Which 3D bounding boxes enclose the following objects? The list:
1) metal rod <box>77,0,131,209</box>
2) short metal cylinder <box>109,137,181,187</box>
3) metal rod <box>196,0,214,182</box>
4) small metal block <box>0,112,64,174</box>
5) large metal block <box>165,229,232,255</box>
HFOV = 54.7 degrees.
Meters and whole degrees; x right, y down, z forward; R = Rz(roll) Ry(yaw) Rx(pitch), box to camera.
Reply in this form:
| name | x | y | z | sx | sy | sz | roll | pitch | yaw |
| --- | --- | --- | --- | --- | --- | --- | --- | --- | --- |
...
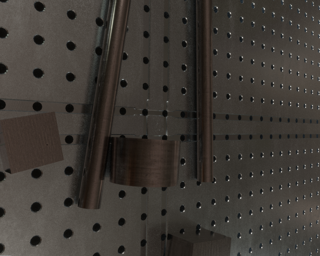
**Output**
| name | x | y | z | sx | sy | sz | roll | pitch | yaw |
| --- | --- | --- | --- | --- | --- | --- | --- | --- | --- |
| metal rod | -0.060 | -0.059 | 0.360 | 0.025 | 0.025 | 0.298 | 13 | 82 | -40 |
| short metal cylinder | -0.018 | 0.038 | 0.361 | 0.081 | 0.080 | 0.050 | 6 | 87 | -40 |
| metal rod | 0.067 | -0.069 | 0.467 | 0.025 | 0.025 | 0.298 | -1 | 91 | -40 |
| small metal block | -0.128 | 0.013 | 0.303 | 0.050 | 0.025 | 0.050 | -14 | 99 | -39 |
| large metal block | 0.053 | 0.194 | 0.440 | 0.081 | 0.050 | 0.080 | 11 | 83 | -40 |
